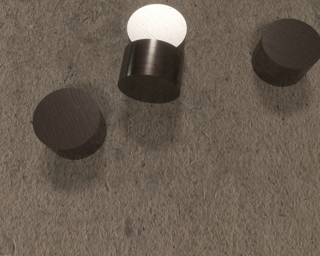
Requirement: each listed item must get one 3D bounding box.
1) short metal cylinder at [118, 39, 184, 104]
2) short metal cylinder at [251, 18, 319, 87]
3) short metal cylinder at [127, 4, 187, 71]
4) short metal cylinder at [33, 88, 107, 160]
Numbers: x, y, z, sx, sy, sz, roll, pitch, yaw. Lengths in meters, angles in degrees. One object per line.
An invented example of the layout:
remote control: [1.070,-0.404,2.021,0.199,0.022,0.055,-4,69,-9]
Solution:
short metal cylinder: [-0.011,-0.072,0.405,0.080,0.080,0.050,7,70,2]
short metal cylinder: [0.176,-0.105,0.435,0.081,0.050,0.080,0,70,0]
short metal cylinder: [-0.004,-0.127,0.441,0.081,0.050,0.080,0,70,-1]
short metal cylinder: [-0.112,-0.004,0.395,0.081,0.050,0.080,0,70,0]
